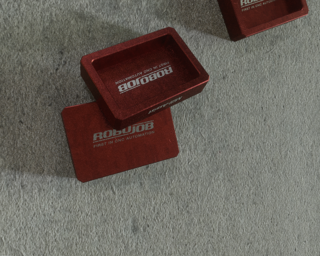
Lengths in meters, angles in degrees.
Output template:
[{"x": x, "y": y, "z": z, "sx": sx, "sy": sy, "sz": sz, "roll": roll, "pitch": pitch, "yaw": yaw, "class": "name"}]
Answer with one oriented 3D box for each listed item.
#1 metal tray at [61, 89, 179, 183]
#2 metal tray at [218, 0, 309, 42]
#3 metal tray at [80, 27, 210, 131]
[{"x": -0.048, "y": 0.007, "z": 0.389, "sx": 0.131, "sy": 0.030, "sz": 0.089, "roll": -14, "pitch": 95, "yaw": -20, "class": "metal tray"}, {"x": 0.153, "y": -0.192, "z": 0.462, "sx": 0.131, "sy": 0.030, "sz": 0.090, "roll": -24, "pitch": 98, "yaw": -19, "class": "metal tray"}, {"x": -0.017, "y": -0.063, "z": 0.374, "sx": 0.131, "sy": 0.030, "sz": 0.090, "roll": -27, "pitch": 74, "yaw": -24, "class": "metal tray"}]
